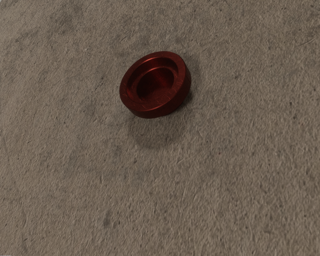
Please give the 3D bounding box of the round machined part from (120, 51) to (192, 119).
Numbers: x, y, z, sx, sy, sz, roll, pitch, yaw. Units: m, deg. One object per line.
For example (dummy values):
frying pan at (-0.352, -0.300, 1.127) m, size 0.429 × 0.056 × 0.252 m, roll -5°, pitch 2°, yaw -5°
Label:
round machined part at (-0.003, -0.054, 0.427) m, size 0.098 × 0.042 × 0.098 m, roll -13°, pitch 56°, yaw 20°
